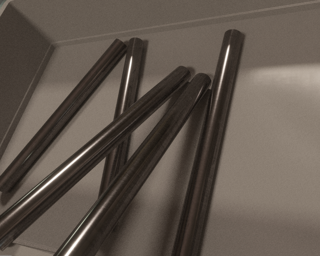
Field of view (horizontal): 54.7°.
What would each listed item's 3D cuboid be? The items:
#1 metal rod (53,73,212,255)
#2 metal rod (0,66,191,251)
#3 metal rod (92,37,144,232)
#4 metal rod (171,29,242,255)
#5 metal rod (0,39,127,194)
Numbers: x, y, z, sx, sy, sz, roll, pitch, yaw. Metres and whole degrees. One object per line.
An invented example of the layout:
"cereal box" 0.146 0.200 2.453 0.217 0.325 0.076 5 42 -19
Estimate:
"metal rod" -0.009 0.024 0.312 0.025 0.025 0.301 4 37 30
"metal rod" -0.055 0.010 0.350 0.025 0.025 0.301 17 46 34
"metal rod" -0.053 -0.010 0.437 0.025 0.025 0.299 -8 58 24
"metal rod" 0.062 0.003 0.370 0.025 0.025 0.300 3 63 29
"metal rod" -0.154 -0.025 0.499 0.025 0.025 0.300 30 78 37
